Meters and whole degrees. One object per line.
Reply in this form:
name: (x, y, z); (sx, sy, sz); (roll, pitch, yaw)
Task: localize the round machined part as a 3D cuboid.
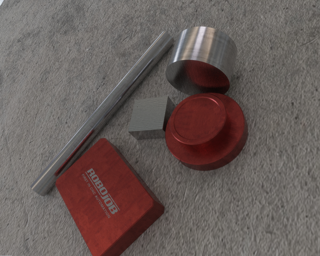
round machined part: (0.050, -0.002, 0.368); (0.098, 0.042, 0.098); (-13, 56, 21)

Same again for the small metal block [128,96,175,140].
small metal block: (-0.010, -0.013, 0.417); (0.050, 0.025, 0.050); (-4, 60, 26)

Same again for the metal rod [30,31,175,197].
metal rod: (-0.080, -0.026, 0.461); (0.025, 0.025, 0.300); (32, 79, 38)

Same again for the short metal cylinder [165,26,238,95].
short metal cylinder: (0.052, -0.080, 0.390); (0.080, 0.080, 0.050); (4, 64, 30)

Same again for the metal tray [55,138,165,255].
metal tray: (-0.067, 0.083, 0.384); (0.090, 0.030, 0.130); (-44, 51, -2)
